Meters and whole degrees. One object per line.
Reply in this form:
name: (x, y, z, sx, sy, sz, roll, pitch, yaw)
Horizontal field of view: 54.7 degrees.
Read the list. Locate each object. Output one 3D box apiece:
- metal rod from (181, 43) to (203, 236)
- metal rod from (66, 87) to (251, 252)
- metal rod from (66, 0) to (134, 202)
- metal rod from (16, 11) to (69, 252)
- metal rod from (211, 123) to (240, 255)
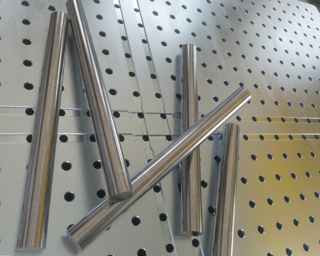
metal rod: (0.042, -0.005, 0.435, 0.025, 0.025, 0.300, 16, 55, -20)
metal rod: (0.020, 0.030, 0.376, 0.302, 0.025, 0.025, -38, 84, -31)
metal rod: (-0.081, -0.055, 0.378, 0.025, 0.025, 0.299, -1, 56, -29)
metal rod: (-0.127, -0.021, 0.352, 0.025, 0.025, 0.299, 10, 58, -24)
metal rod: (0.079, 0.118, 0.380, 0.025, 0.025, 0.300, 24, 53, -14)
